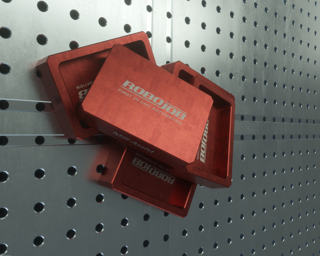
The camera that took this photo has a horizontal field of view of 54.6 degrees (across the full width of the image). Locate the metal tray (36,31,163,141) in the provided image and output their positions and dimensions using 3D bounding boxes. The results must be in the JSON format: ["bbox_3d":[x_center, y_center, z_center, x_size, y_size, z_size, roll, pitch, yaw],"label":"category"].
[{"bbox_3d":[-0.059,-0.051,0.355,0.131,0.030,0.090,-28,107,-36],"label":"metal tray"}]

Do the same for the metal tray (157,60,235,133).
[{"bbox_3d":[0.050,-0.027,0.445,0.131,0.030,0.090,24,75,-36],"label":"metal tray"}]

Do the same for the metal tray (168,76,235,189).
[{"bbox_3d":[0.060,0.008,0.414,0.090,0.030,0.130,25,63,-37],"label":"metal tray"}]

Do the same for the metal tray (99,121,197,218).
[{"bbox_3d":[-0.004,0.054,0.402,0.130,0.030,0.090,33,70,-35],"label":"metal tray"}]

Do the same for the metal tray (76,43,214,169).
[{"bbox_3d":[-0.012,-0.023,0.342,0.131,0.030,0.090,28,63,-13],"label":"metal tray"}]
